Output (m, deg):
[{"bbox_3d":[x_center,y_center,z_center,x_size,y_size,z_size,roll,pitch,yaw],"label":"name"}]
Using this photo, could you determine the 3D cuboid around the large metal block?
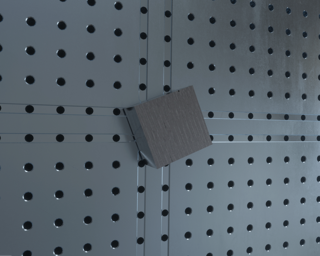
[{"bbox_3d":[0.010,-0.002,0.401,0.081,0.050,0.080,-22,98,-19],"label":"large metal block"}]
